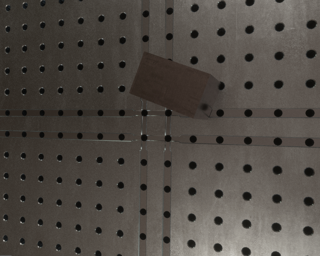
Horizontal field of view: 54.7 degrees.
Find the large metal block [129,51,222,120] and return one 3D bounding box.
[{"bbox_3d":[0.022,-0.048,0.375,0.080,0.080,0.050,23,98,18],"label":"large metal block"}]
